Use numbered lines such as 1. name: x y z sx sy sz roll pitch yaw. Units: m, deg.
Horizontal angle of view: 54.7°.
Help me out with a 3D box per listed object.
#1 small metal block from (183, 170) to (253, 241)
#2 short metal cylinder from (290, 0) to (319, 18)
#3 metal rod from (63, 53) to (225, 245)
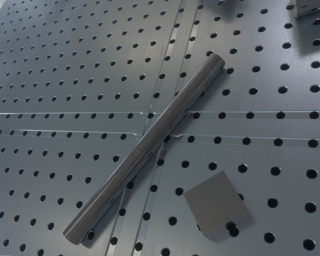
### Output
1. small metal block: 0.060 0.081 0.327 0.050 0.025 0.050 -32 52 7
2. short metal cylinder: 0.189 -0.187 0.388 0.050 0.080 0.080 -13 56 21
3. metal rod: -0.015 0.021 0.403 0.025 0.025 0.300 33 80 38
